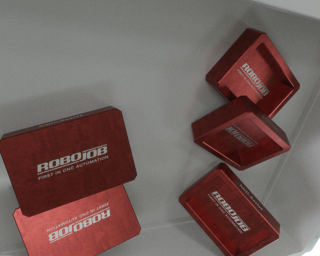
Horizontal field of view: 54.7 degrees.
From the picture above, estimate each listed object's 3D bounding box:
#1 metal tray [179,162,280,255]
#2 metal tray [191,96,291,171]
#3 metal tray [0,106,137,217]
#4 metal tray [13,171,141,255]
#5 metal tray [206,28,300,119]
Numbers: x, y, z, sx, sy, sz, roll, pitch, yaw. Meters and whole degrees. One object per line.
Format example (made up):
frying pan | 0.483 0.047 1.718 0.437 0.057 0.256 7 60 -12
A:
metal tray | 0.103 0.129 0.470 0.090 0.130 0.030 -44 173 25
metal tray | 0.120 0.014 0.453 0.090 0.030 0.130 -31 136 30
metal tray | -0.100 0.034 0.353 0.131 0.030 0.089 -17 105 -19
metal tray | -0.101 0.116 0.389 0.131 0.030 0.090 -22 87 -16
metal tray | 0.135 -0.064 0.438 0.090 0.030 0.130 -49 129 6
